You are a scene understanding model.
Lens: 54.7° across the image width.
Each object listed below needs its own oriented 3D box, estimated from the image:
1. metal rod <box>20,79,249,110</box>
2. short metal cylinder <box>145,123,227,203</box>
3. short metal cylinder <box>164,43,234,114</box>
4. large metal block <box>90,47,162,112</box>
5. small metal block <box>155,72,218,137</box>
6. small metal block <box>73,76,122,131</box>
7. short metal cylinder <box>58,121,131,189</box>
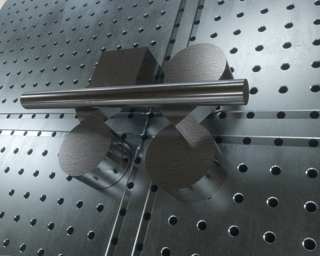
[{"bbox_3d":[-0.052,-0.036,0.361,0.300,0.025,0.025,1,62,28],"label":"metal rod"},{"bbox_3d":[0.031,0.039,0.352,0.080,0.050,0.080,-13,56,21],"label":"short metal cylinder"},{"bbox_3d":[0.053,-0.063,0.403,0.080,0.050,0.080,-13,56,21],"label":"short metal cylinder"},{"bbox_3d":[-0.053,-0.070,0.463,0.080,0.050,0.080,1,62,29],"label":"large metal block"},{"bbox_3d":[0.027,-0.027,0.347,0.050,0.025,0.050,-42,51,-1],"label":"small metal block"},{"bbox_3d":[-0.084,-0.032,0.409,0.050,0.025,0.050,-34,51,5],"label":"small metal block"},{"bbox_3d":[-0.087,0.035,0.415,0.080,0.050,0.080,-13,56,21],"label":"short metal cylinder"}]
